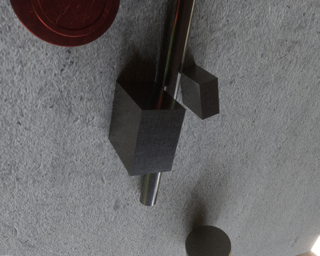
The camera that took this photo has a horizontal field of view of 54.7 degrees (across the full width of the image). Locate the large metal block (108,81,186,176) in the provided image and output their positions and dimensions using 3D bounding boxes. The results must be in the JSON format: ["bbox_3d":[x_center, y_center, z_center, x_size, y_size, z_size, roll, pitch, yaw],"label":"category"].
[{"bbox_3d":[-0.019,-0.003,0.360,0.050,0.080,0.079,-3,120,-27],"label":"large metal block"}]

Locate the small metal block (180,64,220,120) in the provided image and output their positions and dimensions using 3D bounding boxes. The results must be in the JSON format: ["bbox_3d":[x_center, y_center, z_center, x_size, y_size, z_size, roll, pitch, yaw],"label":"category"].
[{"bbox_3d":[0.049,-0.046,0.391,0.025,0.050,0.050,-22,127,-16],"label":"small metal block"}]

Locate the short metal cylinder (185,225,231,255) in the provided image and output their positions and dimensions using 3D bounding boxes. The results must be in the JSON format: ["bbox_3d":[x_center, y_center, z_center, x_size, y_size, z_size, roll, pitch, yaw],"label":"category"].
[{"bbox_3d":[0.088,0.226,0.562,0.081,0.080,0.050,-20,126,-17],"label":"short metal cylinder"}]

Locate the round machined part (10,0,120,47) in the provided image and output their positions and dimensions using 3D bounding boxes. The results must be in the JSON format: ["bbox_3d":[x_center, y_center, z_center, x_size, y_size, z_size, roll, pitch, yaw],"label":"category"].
[{"bbox_3d":[-0.082,-0.121,0.277,0.099,0.042,0.097,-14,125,-21],"label":"round machined part"}]

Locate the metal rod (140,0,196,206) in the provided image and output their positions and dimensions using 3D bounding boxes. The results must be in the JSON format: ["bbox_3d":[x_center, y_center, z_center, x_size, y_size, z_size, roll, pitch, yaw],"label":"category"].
[{"bbox_3d":[0.005,-0.021,0.398,0.025,0.025,0.298,-5,121,-27],"label":"metal rod"}]
